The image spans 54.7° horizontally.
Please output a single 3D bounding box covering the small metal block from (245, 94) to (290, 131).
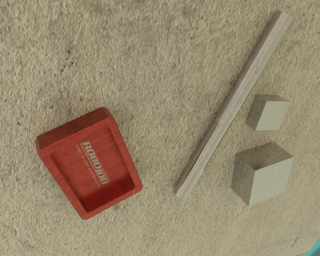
[{"bbox_3d":[0.168,-0.024,0.487,0.050,0.025,0.050,-1,119,-28],"label":"small metal block"}]

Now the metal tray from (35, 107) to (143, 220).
[{"bbox_3d":[-0.083,0.048,0.388,0.091,0.030,0.129,-27,128,-12],"label":"metal tray"}]

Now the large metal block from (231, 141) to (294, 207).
[{"bbox_3d":[0.176,0.079,0.538,0.081,0.050,0.079,-15,125,-20],"label":"large metal block"}]

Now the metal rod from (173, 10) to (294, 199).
[{"bbox_3d":[0.098,-0.022,0.449,0.025,0.025,0.298,16,110,-35],"label":"metal rod"}]
